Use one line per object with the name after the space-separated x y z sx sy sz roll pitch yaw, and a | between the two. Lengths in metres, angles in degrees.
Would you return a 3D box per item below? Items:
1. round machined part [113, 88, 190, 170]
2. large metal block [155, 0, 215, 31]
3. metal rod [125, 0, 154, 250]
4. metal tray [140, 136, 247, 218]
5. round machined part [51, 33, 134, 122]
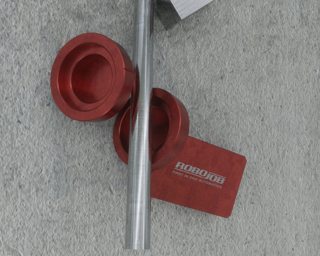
-0.007 0.004 0.378 0.042 0.098 0.098 27 79 -52 | round machined part
0.028 -0.189 0.407 0.080 0.050 0.080 -37 102 -17 | large metal block
-0.021 -0.022 0.354 0.025 0.025 0.299 8 69 -20 | metal rod
0.048 0.063 0.426 0.131 0.030 0.090 20 83 -19 | metal tray
-0.073 -0.055 0.355 0.098 0.042 0.097 -1 87 23 | round machined part
